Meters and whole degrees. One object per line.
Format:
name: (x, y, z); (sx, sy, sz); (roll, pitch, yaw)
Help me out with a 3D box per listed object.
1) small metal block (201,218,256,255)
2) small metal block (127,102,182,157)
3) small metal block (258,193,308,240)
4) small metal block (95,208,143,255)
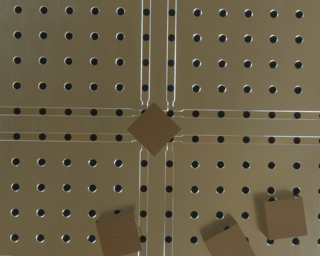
small metal block: (0.091, 0.157, 0.414); (0.050, 0.025, 0.050); (-29, 90, 0)
small metal block: (-0.008, 0.002, 0.413); (0.050, 0.025, 0.050); (45, 90, 0)
small metal block: (0.163, 0.118, 0.414); (0.050, 0.025, 0.050); (-8, 90, 0)
small metal block: (-0.053, 0.140, 0.413); (0.050, 0.025, 0.050); (-14, 90, 0)
